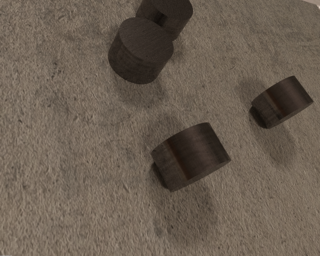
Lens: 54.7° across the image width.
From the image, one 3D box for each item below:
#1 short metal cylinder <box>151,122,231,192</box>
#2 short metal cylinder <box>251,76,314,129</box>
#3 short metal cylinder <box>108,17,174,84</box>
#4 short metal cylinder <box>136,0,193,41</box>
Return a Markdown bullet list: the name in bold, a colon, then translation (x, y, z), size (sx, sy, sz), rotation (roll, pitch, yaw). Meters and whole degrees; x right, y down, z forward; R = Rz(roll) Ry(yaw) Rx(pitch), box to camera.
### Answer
- **short metal cylinder**: translation (0.036, 0.035, 0.368), size (0.081, 0.080, 0.050), rotation (-17, 71, -35)
- **short metal cylinder**: translation (0.197, -0.040, 0.502), size (0.081, 0.080, 0.050), rotation (-19, 72, -36)
- **short metal cylinder**: translation (-0.028, -0.109, 0.441), size (0.081, 0.050, 0.080), rotation (14, 56, -21)
- **short metal cylinder**: translation (0.007, -0.189, 0.508), size (0.081, 0.050, 0.080), rotation (14, 56, -21)
